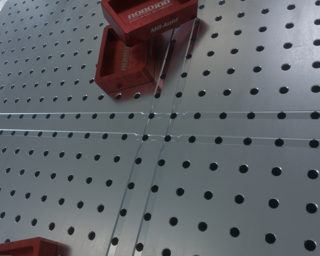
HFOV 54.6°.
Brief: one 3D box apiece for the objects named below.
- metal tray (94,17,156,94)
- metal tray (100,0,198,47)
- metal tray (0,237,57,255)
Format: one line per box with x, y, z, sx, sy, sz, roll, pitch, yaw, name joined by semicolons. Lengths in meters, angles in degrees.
-0.055;-0.126;0.511;0.090;0.030;0.130;-11;57;22;metal tray
-0.016;-0.190;0.494;0.131;0.030;0.090;-28;62;-13;metal tray
-0.197;0.194;0.390;0.130;0.030;0.090;-16;55;19;metal tray
